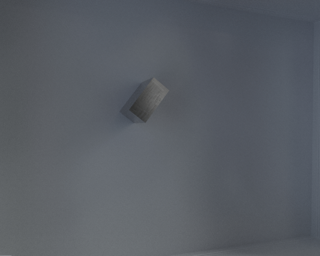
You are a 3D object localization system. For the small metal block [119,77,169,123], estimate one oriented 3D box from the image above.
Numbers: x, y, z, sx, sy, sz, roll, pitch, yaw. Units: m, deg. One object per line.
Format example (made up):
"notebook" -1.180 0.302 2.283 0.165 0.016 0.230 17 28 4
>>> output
"small metal block" -0.021 -0.033 0.390 0.025 0.050 0.050 39 77 -16
